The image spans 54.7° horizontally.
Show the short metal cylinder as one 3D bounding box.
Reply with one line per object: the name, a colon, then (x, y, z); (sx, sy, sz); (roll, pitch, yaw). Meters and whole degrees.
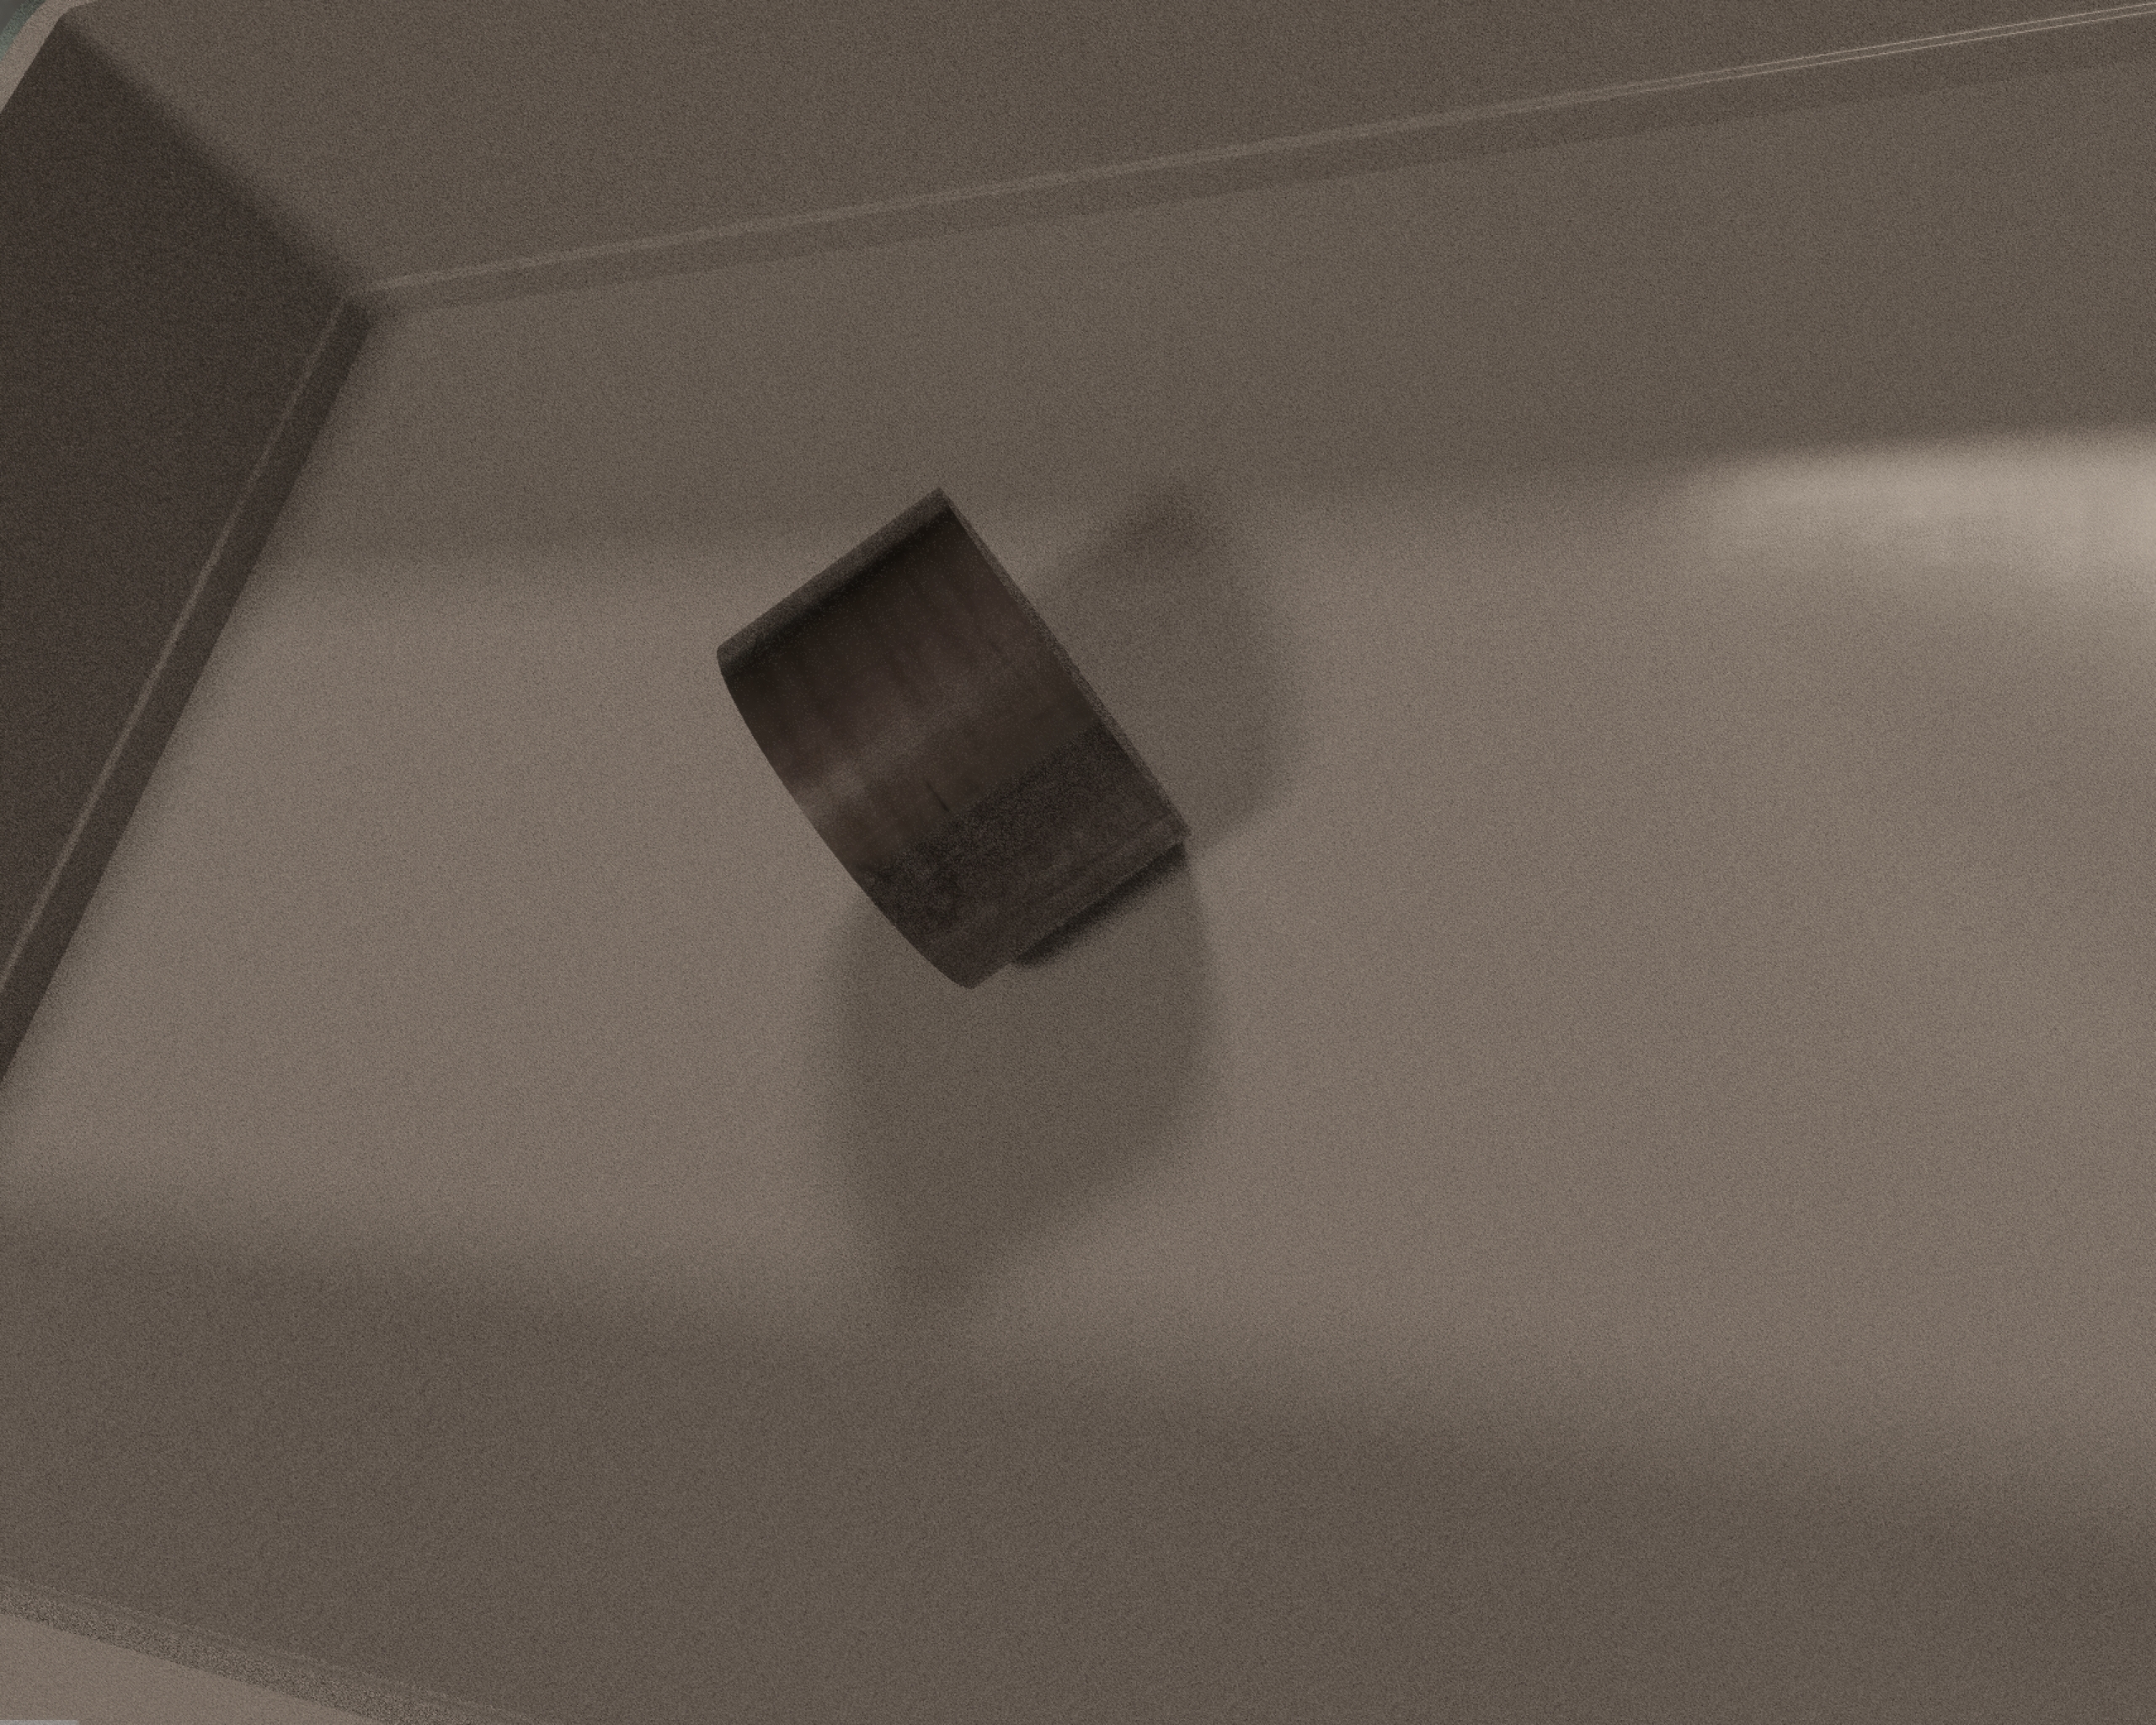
short metal cylinder: (-0.022, -0.023, 0.392); (0.050, 0.080, 0.080); (-36, 51, 4)
